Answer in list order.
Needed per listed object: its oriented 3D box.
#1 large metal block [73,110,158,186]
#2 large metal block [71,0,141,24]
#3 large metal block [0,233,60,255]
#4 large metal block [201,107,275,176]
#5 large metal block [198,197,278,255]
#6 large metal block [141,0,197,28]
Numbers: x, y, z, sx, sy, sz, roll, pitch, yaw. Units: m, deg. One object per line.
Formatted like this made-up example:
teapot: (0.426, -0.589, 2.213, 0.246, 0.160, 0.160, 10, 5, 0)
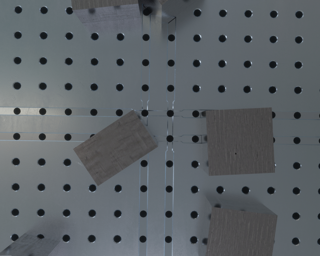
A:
large metal block: (-0.049, 0.022, 0.386, 0.080, 0.080, 0.050, -33, 90, 0)
large metal block: (-0.070, -0.186, 0.400, 0.080, 0.050, 0.080, -6, 90, 0)
large metal block: (-0.170, 0.189, 0.385, 0.050, 0.080, 0.080, 13, 90, 0)
large metal block: (0.098, 0.016, 0.401, 0.080, 0.050, 0.080, -3, 90, 0)
large metal block: (0.098, 0.140, 0.402, 0.080, 0.050, 0.080, 8, 90, 0)
large metal block: (0.018, -0.181, 0.386, 0.080, 0.080, 0.050, -38, 90, 0)
